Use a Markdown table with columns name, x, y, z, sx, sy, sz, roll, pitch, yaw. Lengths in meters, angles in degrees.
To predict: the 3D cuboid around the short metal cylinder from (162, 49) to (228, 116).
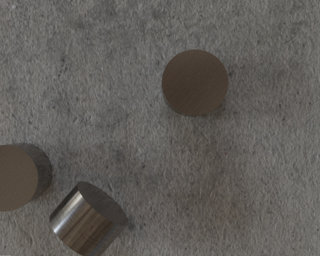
| name | x | y | z | sx | sy | sz | roll | pitch | yaw |
| --- | --- | --- | --- | --- | --- | --- | --- | --- | --- |
| short metal cylinder | 0.042 | -0.055 | 0.398 | 0.081 | 0.050 | 0.079 | 0 | 90 | -1 |

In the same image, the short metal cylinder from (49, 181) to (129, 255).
| name | x | y | z | sx | sy | sz | roll | pitch | yaw |
| --- | --- | --- | --- | --- | --- | --- | --- | --- | --- |
| short metal cylinder | -0.086 | 0.111 | 0.381 | 0.080 | 0.080 | 0.050 | 40 | 90 | -1 |

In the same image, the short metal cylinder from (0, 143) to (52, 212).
| name | x | y | z | sx | sy | sz | roll | pitch | yaw |
| --- | --- | --- | --- | --- | --- | --- | --- | --- | --- |
| short metal cylinder | -0.186 | 0.060 | 0.395 | 0.081 | 0.050 | 0.079 | 0 | 90 | -1 |
